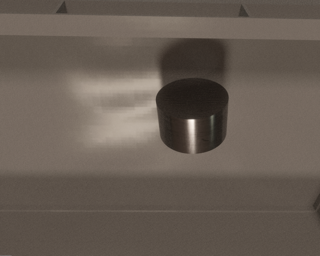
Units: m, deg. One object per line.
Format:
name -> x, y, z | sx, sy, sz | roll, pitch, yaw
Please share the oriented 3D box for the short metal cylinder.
short metal cylinder -> 0.038, -0.016, 0.360 | 0.080, 0.080, 0.050 | -4, 130, 3
